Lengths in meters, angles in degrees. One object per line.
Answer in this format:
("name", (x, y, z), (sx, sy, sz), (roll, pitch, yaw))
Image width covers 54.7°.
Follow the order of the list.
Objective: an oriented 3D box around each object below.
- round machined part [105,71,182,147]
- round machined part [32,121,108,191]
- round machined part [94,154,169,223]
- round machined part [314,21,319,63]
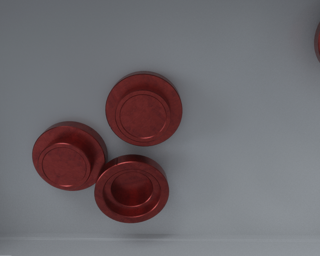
("round machined part", (-0.021, -0.020, 0.394), (0.099, 0.042, 0.097), (0, 110, 0))
("round machined part", (-0.123, 0.043, 0.417), (0.099, 0.042, 0.097), (0, 110, 0))
("round machined part", (-0.039, 0.079, 0.428), (0.099, 0.042, 0.097), (-2, 113, -5))
("round machined part", (0.231, -0.104, 0.358), (0.098, 0.042, 0.097), (4, 107, 12))
